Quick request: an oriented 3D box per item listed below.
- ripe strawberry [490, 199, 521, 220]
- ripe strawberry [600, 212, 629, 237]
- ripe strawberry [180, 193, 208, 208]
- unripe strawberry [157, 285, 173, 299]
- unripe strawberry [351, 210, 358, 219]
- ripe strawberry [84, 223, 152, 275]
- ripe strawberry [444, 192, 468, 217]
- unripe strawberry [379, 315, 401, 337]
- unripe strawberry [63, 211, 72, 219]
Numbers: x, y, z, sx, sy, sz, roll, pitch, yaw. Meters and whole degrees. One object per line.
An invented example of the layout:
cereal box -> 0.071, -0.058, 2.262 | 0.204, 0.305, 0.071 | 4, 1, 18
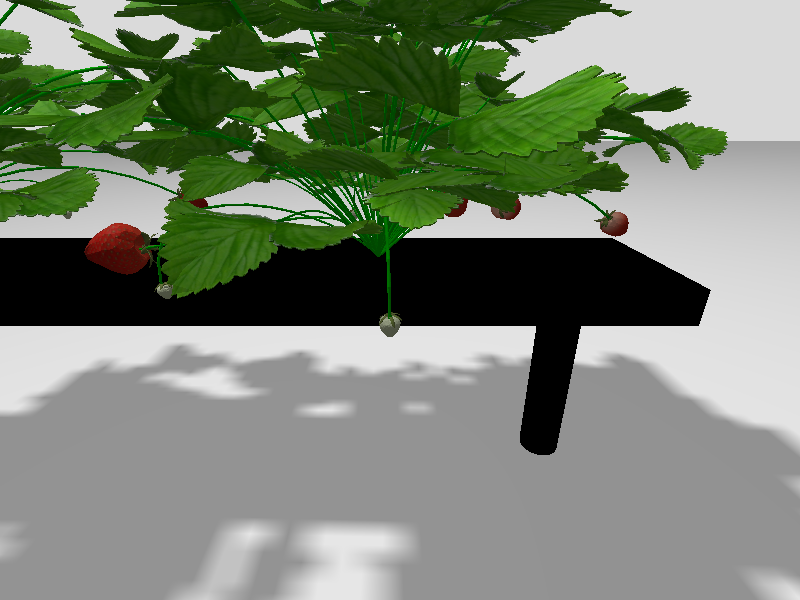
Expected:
ripe strawberry -> 0.134, -0.117, 0.500 | 0.038, 0.032, 0.038 | 22, 25, 40
ripe strawberry -> 0.230, -0.080, 0.426 | 0.029, 0.025, 0.029 | 25, 13, -25
ripe strawberry -> -0.278, -0.133, 0.539 | 0.037, 0.031, 0.037 | 21, 4, 40
unripe strawberry -> -0.155, -0.006, 0.266 | 0.010, 0.011, 0.012 | -17, 29, -34
unripe strawberry -> -0.055, -0.103, 0.484 | 0.011, 0.011, 0.010 | -6, 24, -13
ripe strawberry -> -0.226, -0.041, 0.319 | 0.043, 0.042, 0.040 | -5, 24, -10
ripe strawberry -> 0.072, -0.132, 0.530 | 0.040, 0.043, 0.043 | 11, 25, 24
unripe strawberry -> -0.005, 0.013, 0.200 | 0.011, 0.011, 0.011 | -2, 24, -4
unripe strawberry -> -0.404, -0.104, 0.487 | 0.011, 0.011, 0.010 | 11, 26, 23
